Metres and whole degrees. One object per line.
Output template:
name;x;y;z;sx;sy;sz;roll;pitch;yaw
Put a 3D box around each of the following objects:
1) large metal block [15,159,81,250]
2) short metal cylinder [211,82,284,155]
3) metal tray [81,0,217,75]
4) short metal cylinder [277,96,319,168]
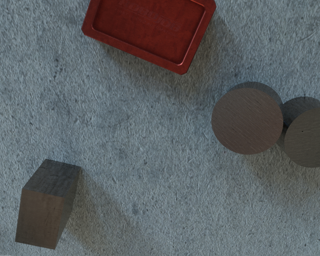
large metal block;-0.148;0.099;0.416;0.050;0.080;0.079;14;110;-5
short metal cylinder;0.108;-0.014;0.379;0.080;0.050;0.079;7;108;21
metal tray;-0.013;-0.128;0.359;0.131;0.030;0.089;21;109;-8
short metal cylinder;0.192;0.004;0.400;0.081;0.050;0.079;0;110;-1
